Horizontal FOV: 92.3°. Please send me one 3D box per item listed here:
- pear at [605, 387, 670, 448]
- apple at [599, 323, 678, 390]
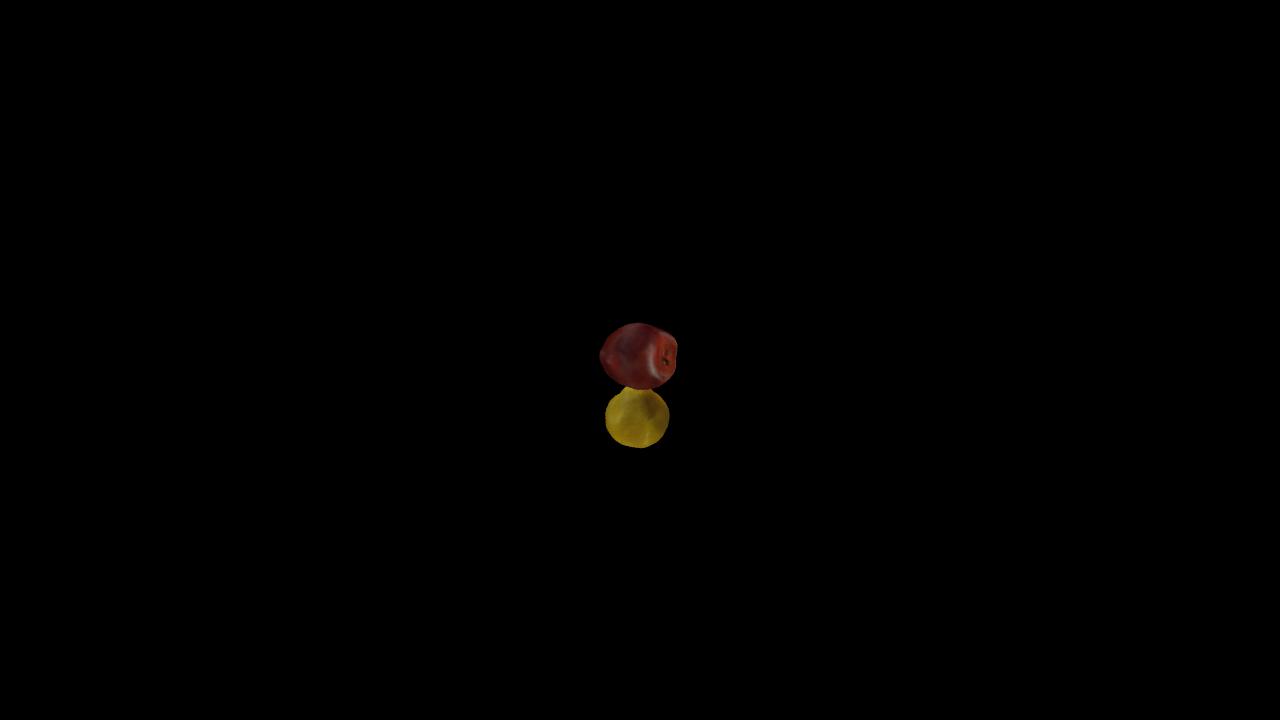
[{"bbox_3d":[0.000,0.056,0.749,0.080,0.080,0.111,0,-41,-13],"label":"pear"},{"bbox_3d":[-0.002,-0.004,0.702,0.093,0.079,0.079,6,4,40],"label":"apple"}]
